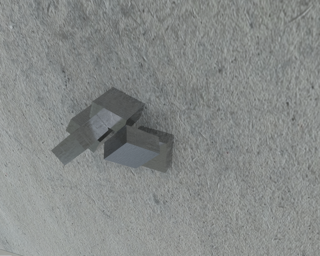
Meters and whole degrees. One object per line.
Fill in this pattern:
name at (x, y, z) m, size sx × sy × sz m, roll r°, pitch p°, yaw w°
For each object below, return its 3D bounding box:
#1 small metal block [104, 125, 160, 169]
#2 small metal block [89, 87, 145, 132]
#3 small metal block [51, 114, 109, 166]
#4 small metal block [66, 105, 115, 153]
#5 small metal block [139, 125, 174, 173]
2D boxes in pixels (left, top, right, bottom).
small metal block at (-0.036, 0.025, 0.393) m, size 0.050 × 0.025 × 0.050 m, roll 22°, pitch 139°, yaw -35°
small metal block at (-0.055, -0.024, 0.405) m, size 0.050 × 0.050 × 0.025 m, roll 28°, pitch 128°, yaw 10°
small metal block at (-0.099, 0.015, 0.387) m, size 0.050 × 0.050 × 0.025 m, roll -33°, pitch 100°, yaw 38°
small metal block at (-0.095, -0.001, 0.440) m, size 0.050 × 0.050 × 0.025 m, roll 39°, pitch 129°, yaw 2°
small metal block at (-0.010, 0.029, 0.430) m, size 0.050 × 0.025 × 0.050 m, roll 15°, pitch 125°, yaw 19°
